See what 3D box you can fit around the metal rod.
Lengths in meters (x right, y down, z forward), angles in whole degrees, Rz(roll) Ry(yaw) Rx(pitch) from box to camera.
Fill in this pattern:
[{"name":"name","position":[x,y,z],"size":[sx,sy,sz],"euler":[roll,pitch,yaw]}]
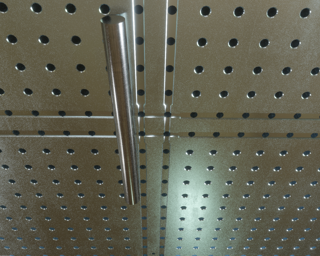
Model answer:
[{"name":"metal rod","position":[-0.047,0.003,0.413],"size":[0.025,0.025,0.298],"euler":[-1,130,0]}]
